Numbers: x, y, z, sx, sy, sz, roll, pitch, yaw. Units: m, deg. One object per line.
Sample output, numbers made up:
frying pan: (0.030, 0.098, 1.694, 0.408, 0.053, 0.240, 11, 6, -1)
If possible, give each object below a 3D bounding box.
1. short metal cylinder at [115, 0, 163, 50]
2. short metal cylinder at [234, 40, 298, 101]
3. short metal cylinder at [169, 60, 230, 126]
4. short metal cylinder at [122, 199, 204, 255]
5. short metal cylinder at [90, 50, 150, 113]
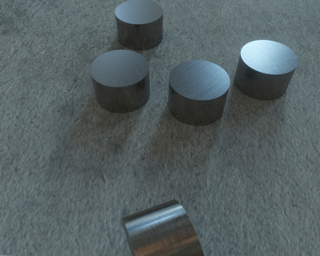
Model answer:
short metal cylinder: (-0.035, -0.180, 0.538, 0.081, 0.050, 0.080, 0, 50, 0)
short metal cylinder: (0.156, -0.087, 0.462, 0.081, 0.050, 0.080, 0, 50, 0)
short metal cylinder: (0.052, -0.049, 0.429, 0.081, 0.050, 0.080, 0, 50, 0)
short metal cylinder: (0.002, 0.110, 0.275, 0.050, 0.080, 0.080, -17, 52, -14)
short metal cylinder: (-0.055, -0.067, 0.443, 0.081, 0.050, 0.080, 0, 50, 0)
